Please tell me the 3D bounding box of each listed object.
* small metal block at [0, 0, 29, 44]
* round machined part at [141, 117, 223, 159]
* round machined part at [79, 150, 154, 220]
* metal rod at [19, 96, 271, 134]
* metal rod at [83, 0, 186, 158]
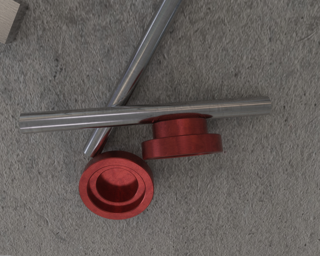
[{"bbox_3d":[-0.190,-0.133,0.359,0.050,0.025,0.050,28,108,-10],"label":"small metal block"},{"bbox_3d":[0.026,0.013,0.383,0.099,0.098,0.042,-6,82,2],"label":"round machined part"},{"bbox_3d":[-0.058,0.074,0.426,0.099,0.042,0.097,-1,113,-2],"label":"round machined part"},{"bbox_3d":[-0.011,-0.017,0.382,0.302,0.025,0.025,-5,110,-7],"label":"metal rod"},{"bbox_3d":[-0.020,-0.089,0.376,0.025,0.025,0.298,28,108,-10],"label":"metal rod"}]
